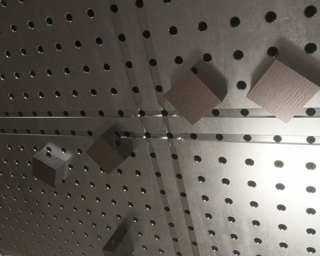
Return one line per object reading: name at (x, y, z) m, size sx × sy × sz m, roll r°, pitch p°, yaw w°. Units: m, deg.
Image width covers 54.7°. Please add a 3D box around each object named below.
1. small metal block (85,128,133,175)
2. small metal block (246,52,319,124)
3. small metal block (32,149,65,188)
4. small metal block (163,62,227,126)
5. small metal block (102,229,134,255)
small metal block at (-0.078, 0.036, 0.473) m, size 0.050 × 0.025 × 0.050 m, roll 45°, pitch 129°, yaw -4°
small metal block at (0.127, -0.041, 0.319) m, size 0.050 × 0.025 × 0.050 m, roll 35°, pitch 129°, yaw 4°
small metal block at (-0.202, 0.073, 0.560) m, size 0.050 × 0.025 × 0.050 m, roll 26°, pitch 128°, yaw 11°
small metal block at (0.041, -0.039, 0.364) m, size 0.050 × 0.025 × 0.050 m, roll 45°, pitch 129°, yaw -4°
small metal block at (-0.076, 0.225, 0.573) m, size 0.025 × 0.050 × 0.050 m, roll 1°, pitch 119°, yaw 27°
